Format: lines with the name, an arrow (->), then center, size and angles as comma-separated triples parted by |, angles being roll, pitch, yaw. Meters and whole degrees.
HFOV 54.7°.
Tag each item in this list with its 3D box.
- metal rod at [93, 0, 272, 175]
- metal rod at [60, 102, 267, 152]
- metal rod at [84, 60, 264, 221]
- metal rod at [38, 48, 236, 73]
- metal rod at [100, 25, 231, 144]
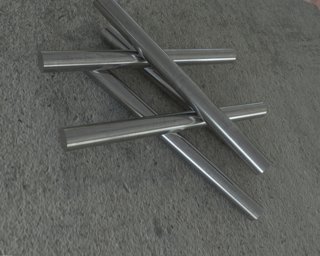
metal rod -> 0.025, -0.059, 0.393 | 0.300, 0.025, 0.025 | 47, 51, 4
metal rod -> 0.028, -0.008, 0.395 | 0.303, 0.025, 0.025 | -9, 67, -32
metal rod -> 0.015, 0.012, 0.406 | 0.300, 0.025, 0.025 | 42, 51, 0
metal rod -> -0.009, -0.097, 0.429 | 0.303, 0.025, 0.025 | -10, 67, -33
metal rod -> 0.036, -0.043, 0.452 | 0.300, 0.025, 0.025 | 40, 51, -1
